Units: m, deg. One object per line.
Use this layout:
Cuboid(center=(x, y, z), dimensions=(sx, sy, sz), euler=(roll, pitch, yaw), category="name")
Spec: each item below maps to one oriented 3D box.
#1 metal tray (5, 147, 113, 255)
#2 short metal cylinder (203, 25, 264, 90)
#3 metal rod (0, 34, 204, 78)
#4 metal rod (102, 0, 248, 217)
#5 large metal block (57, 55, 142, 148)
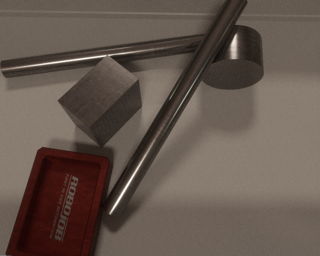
Cuboid(center=(-0.115, 0.094, 0.371), dimensions=(0.091, 0.030, 0.130), euler=(9, 70, 3), category="metal tray")
Cuboid(center=(0.096, -0.092, 0.415), dimensions=(0.081, 0.080, 0.050), euler=(3, 70, 1), category="short metal cylinder")
Cuboid(center=(-0.070, -0.105, 0.447), dimensions=(0.302, 0.025, 0.025), euler=(-9, 70, -4), category="metal rod")
Cuboid(center=(0.018, -0.028, 0.374), dimensions=(0.025, 0.025, 0.299), euler=(31, 90, 10), category="metal rod")
Cuboid(center=(-0.070, -0.030, 0.391), dimensions=(0.050, 0.080, 0.080), euler=(39, 74, 12), category="large metal block")
